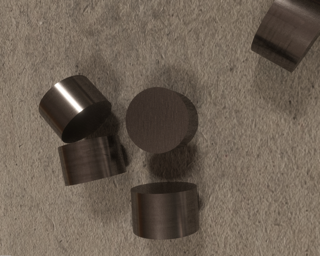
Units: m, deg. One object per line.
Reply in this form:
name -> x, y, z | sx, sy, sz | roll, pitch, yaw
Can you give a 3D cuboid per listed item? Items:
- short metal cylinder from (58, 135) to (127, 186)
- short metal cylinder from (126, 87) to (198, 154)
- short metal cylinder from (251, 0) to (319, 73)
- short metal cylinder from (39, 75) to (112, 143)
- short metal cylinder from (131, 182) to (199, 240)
short metal cylinder -> -0.089, 0.042, 0.410 | 0.080, 0.080, 0.050 | -14, 86, 19
short metal cylinder -> 0.004, -0.009, 0.394 | 0.080, 0.050, 0.079 | 0, 90, 19
short metal cylinder -> 0.142, -0.106, 0.330 | 0.050, 0.080, 0.080 | 36, 101, 16
short metal cylinder -> -0.113, -0.025, 0.418 | 0.080, 0.080, 0.050 | -47, 76, 14
short metal cylinder -> 0.006, 0.097, 0.377 | 0.080, 0.080, 0.050 | -4, 89, 19
